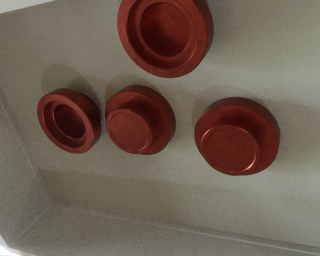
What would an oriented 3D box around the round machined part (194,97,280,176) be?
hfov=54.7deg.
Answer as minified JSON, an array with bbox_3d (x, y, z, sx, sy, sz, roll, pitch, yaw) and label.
[{"bbox_3d":[0.086,0.017,0.362,0.098,0.042,0.097,13,124,21],"label":"round machined part"}]

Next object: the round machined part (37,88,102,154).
[{"bbox_3d":[-0.127,-0.014,0.456,0.098,0.042,0.097,13,124,21],"label":"round machined part"}]

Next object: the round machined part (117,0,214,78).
[{"bbox_3d":[0.009,-0.105,0.323,0.098,0.042,0.097,15,131,18],"label":"round machined part"}]

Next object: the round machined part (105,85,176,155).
[{"bbox_3d":[-0.032,-0.004,0.412,0.098,0.042,0.097,13,124,21],"label":"round machined part"}]
